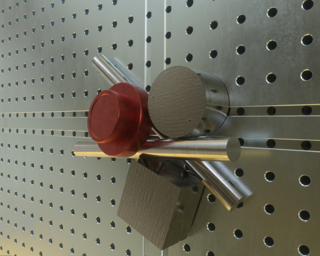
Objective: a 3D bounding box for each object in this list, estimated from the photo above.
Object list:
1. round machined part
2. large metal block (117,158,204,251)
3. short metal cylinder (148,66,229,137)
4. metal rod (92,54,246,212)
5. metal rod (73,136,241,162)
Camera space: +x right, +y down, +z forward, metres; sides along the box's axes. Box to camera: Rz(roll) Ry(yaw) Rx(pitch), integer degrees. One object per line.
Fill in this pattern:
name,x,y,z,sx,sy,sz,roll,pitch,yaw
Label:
round machined part,-0.057,-0.012,0.400,0.098,0.042,0.098,-12,73,43
large metal block,-0.001,0.089,0.389,0.080,0.050,0.079,25,106,37
short metal cylinder,0.033,-0.029,0.363,0.080,0.050,0.079,0,90,39
metal rod,-0.005,-0.011,0.412,0.300,0.025,0.025,46,117,30
metal rod,-0.031,0.028,0.409,0.300,0.025,0.025,-4,88,47
